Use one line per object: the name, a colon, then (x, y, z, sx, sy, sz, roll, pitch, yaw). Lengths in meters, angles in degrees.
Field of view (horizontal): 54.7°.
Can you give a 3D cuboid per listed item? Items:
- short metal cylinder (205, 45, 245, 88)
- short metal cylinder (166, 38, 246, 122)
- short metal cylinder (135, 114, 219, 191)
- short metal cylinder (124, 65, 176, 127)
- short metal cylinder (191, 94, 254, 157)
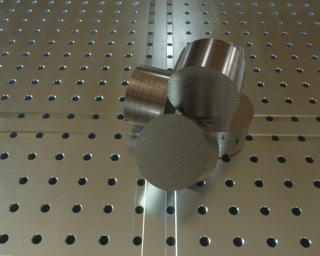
short metal cylinder: (0.076, -0.081, 0.431, 0.080, 0.080, 0.050, 2, 90, 1)
short metal cylinder: (0.053, -0.053, 0.350, 0.080, 0.080, 0.050, 14, 51, 11)
short metal cylinder: (0.020, 0.026, 0.342, 0.080, 0.050, 0.080, -1, 87, 23)
short metal cylinder: (-0.008, -0.038, 0.403, 0.050, 0.080, 0.080, 15, 52, 12)
short metal cylinder: (0.074, -0.009, 0.398, 0.081, 0.050, 0.080, 0, 49, 0)
